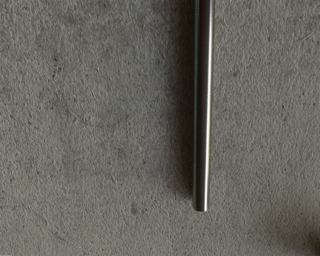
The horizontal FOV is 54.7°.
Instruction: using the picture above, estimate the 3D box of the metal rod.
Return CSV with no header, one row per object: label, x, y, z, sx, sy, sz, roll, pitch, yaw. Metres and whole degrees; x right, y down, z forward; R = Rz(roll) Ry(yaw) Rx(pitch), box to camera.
metal rod,0.055,-0.025,0.401,0.025,0.025,0.298,-2,110,0
